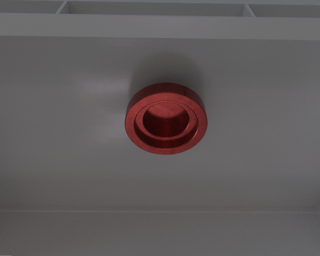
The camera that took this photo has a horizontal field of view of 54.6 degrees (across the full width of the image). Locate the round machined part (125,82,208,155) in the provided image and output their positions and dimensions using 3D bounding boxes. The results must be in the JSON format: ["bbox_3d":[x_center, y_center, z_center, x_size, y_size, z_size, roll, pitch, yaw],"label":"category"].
[{"bbox_3d":[0.007,-0.016,0.385,0.099,0.042,0.097,0,130,0],"label":"round machined part"}]
